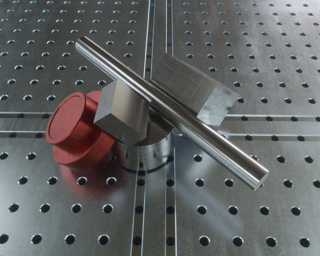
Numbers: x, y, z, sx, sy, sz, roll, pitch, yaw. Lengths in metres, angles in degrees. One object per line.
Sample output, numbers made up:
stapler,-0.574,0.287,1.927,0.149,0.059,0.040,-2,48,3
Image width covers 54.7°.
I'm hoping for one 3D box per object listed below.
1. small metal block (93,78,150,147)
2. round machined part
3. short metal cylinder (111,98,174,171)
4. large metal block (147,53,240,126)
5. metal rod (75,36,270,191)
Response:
small metal block,-0.039,-0.016,0.332,0.025,0.050,0.050,-27,42,32
round machined part,-0.094,-0.003,0.360,0.098,0.042,0.098,-24,48,30
short metal cylinder,-0.023,0.005,0.381,0.081,0.050,0.080,0,50,0
large metal block,0.044,-0.047,0.399,0.080,0.050,0.080,39,17,27
metal rod,-0.005,-0.033,0.366,0.025,0.025,0.300,-36,59,-26
